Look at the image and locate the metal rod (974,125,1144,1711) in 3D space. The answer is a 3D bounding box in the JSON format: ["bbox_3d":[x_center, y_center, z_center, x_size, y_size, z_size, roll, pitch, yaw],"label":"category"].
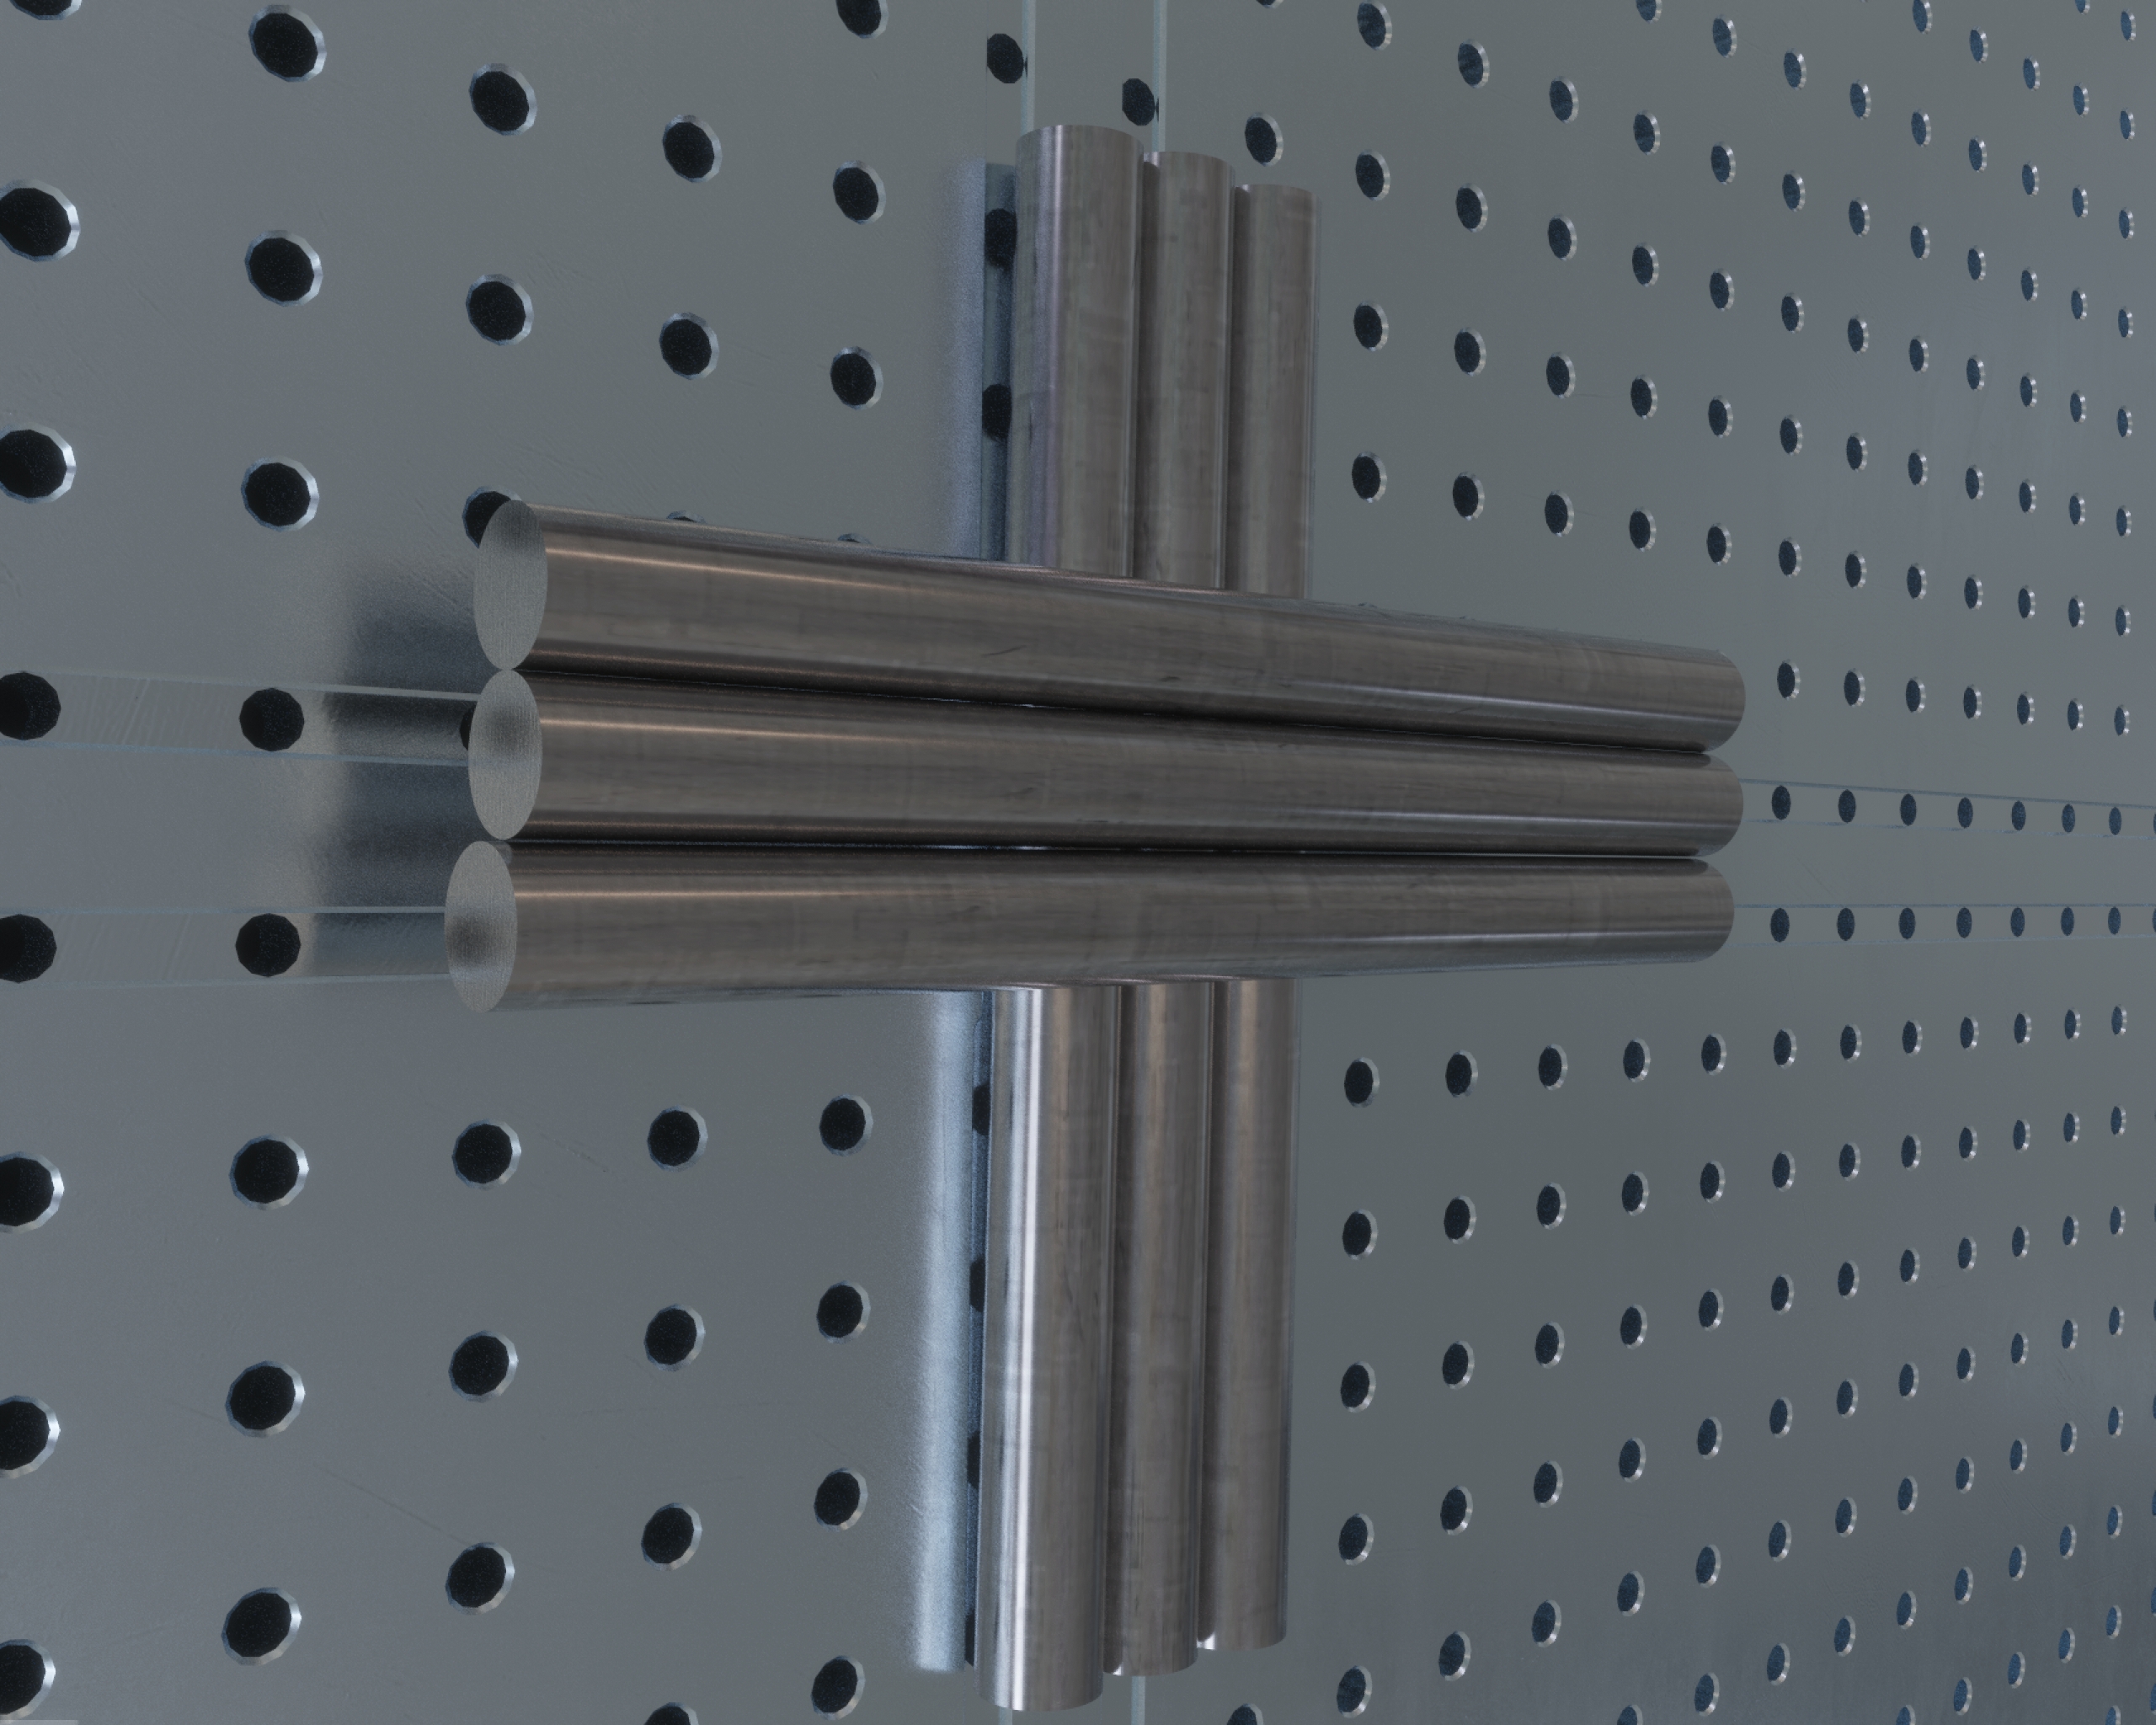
[{"bbox_3d":[-0.004,0.010,0.405,0.025,0.025,0.298,2,89,-40],"label":"metal rod"}]

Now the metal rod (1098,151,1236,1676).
[{"bbox_3d":[0.015,0.009,0.421,0.025,0.025,0.298,2,89,-40],"label":"metal rod"}]

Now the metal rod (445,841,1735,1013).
[{"bbox_3d":[0.029,0.010,0.400,0.302,0.025,0.025,1,90,-40],"label":"metal rod"}]

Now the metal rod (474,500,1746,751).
[{"bbox_3d":[0.033,-0.040,0.403,0.302,0.025,0.025,1,90,-40],"label":"metal rod"}]

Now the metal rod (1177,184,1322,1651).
[{"bbox_3d":[0.035,0.010,0.437,0.025,0.025,0.298,2,89,-40],"label":"metal rod"}]

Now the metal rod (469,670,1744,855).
[{"bbox_3d":[0.032,-0.015,0.402,0.302,0.025,0.025,1,90,-40],"label":"metal rod"}]
